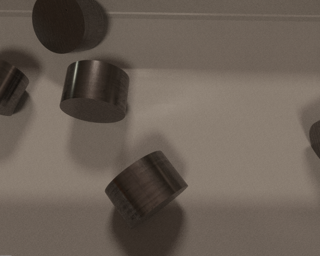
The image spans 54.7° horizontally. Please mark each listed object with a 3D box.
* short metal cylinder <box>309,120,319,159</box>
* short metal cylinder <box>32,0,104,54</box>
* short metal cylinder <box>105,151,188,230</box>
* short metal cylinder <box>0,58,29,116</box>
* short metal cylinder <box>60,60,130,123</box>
[{"bbox_3d":[0.233,0.015,0.378,0.050,0.080,0.080,-28,73,-10],"label":"short metal cylinder"},{"bbox_3d":[-0.125,-0.145,0.426,0.080,0.050,0.079,6,110,18],"label":"short metal cylinder"},{"bbox_3d":[-0.015,0.070,0.355,0.080,0.080,0.050,-35,74,-12],"label":"short metal cylinder"},{"bbox_3d":[-0.219,-0.056,0.398,0.080,0.080,0.050,17,71,6],"label":"short metal cylinder"},{"bbox_3d":[-0.082,-0.044,0.395,0.081,0.080,0.050,4,70,1],"label":"short metal cylinder"}]
